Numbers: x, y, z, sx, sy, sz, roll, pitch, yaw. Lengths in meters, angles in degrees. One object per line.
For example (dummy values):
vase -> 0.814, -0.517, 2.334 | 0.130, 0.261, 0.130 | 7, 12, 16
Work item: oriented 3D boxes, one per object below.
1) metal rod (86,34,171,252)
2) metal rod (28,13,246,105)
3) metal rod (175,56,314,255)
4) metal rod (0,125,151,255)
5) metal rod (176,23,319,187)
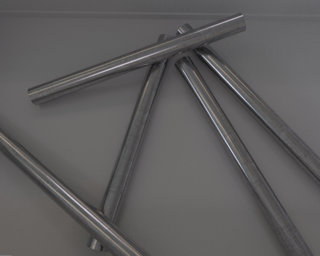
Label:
metal rod -> -0.032, 0.005, 0.407 | 0.025, 0.025, 0.299 | 15, 71, 5
metal rod -> -0.032, -0.092, 0.420 | 0.301, 0.025, 0.025 | -19, 71, 2
metal rod -> 0.100, 0.031, 0.398 | 0.025, 0.025, 0.299 | -25, 72, -9
metal rod -> -0.135, 0.061, 0.368 | 0.300, 0.025, 0.025 | 35, 74, 18
metal rod -> 0.126, -0.035, 0.423 | 0.025, 0.025, 0.300 | -36, 74, -12
